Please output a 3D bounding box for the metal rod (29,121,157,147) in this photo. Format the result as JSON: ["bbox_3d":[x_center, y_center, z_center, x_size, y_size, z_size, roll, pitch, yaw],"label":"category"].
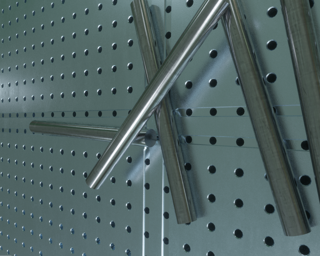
[{"bbox_3d":[-0.128,0.005,0.512,0.300,0.025,0.025,4,93,39],"label":"metal rod"}]

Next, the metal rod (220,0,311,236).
[{"bbox_3d":[0.099,-0.042,0.326,0.025,0.025,0.299,-22,76,37],"label":"metal rod"}]

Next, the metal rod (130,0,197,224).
[{"bbox_3d":[0.002,-0.029,0.405,0.025,0.025,0.299,-20,78,38],"label":"metal rod"}]

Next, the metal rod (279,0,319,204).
[{"bbox_3d":[0.148,-0.002,0.286,0.025,0.025,0.298,-13,82,39],"label":"metal rod"}]

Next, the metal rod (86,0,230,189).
[{"bbox_3d":[-0.017,-0.028,0.387,0.025,0.025,0.298,51,119,27],"label":"metal rod"}]
